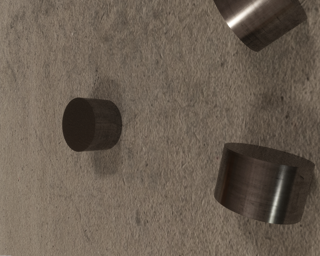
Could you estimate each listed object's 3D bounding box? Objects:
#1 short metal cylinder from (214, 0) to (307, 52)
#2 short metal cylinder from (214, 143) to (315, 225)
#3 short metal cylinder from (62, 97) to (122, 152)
[{"bbox_3d":[0.093,-0.120,0.292,0.050,0.081,0.080,-33,70,35],"label":"short metal cylinder"},{"bbox_3d":[0.095,0.048,0.290,0.080,0.081,0.050,17,101,38],"label":"short metal cylinder"},{"bbox_3d":[-0.104,-0.005,0.472,0.080,0.050,0.079,0,90,39],"label":"short metal cylinder"}]
